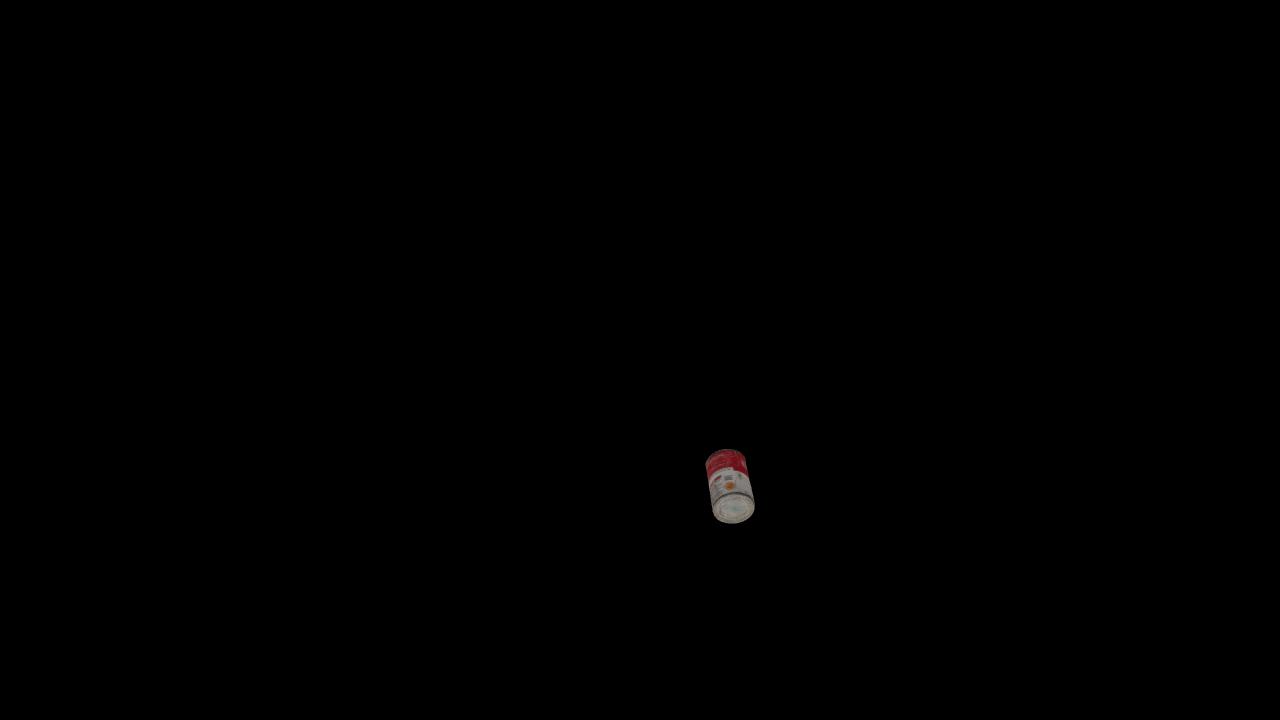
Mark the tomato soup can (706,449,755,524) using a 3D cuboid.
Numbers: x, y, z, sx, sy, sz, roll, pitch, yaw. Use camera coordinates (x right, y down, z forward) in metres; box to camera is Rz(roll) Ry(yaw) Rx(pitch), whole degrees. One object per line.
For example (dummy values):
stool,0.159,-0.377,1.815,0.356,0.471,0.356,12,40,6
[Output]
tomato soup can,0.142,0.199,0.976,0.068,0.068,0.101,0,33,0
